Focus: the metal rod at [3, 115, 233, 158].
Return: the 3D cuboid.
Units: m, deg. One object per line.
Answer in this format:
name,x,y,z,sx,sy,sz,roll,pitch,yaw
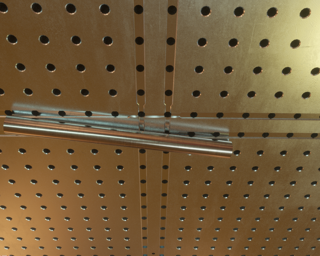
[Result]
metal rod,-0.050,0.013,0.421,0.302,0.025,0.025,7,130,-7
